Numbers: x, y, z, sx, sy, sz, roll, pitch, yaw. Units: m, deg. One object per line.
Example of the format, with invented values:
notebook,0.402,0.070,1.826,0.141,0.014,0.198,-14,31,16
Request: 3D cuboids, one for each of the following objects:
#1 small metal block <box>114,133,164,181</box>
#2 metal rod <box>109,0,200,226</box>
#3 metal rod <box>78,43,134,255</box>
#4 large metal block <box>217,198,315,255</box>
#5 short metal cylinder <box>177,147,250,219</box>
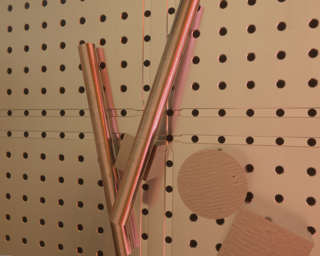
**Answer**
small metal block,-0.028,0.038,0.423,0.050,0.025,0.050,21,97,18
metal rod,-0.006,-0.024,0.394,0.025,0.025,0.299,17,88,19
metal rod,-0.078,0.027,0.439,0.025,0.025,0.298,-13,86,19
large metal block,0.117,0.138,0.358,0.080,0.050,0.080,26,99,18
short metal cylinder,0.067,0.064,0.376,0.080,0.050,0.079,0,90,19
